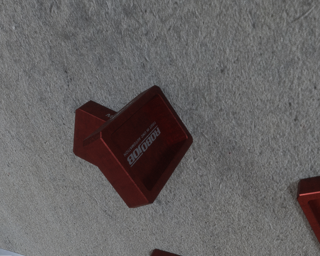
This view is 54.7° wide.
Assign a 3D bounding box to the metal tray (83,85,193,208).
[{"bbox_3d":[-0.017,0.016,0.358,0.030,0.131,0.090,-25,105,37],"label":"metal tray"}]

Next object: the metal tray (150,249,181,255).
[{"bbox_3d":[0.032,0.285,0.563,0.090,0.030,0.129,5,121,25],"label":"metal tray"}]

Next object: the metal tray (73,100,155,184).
[{"bbox_3d":[-0.063,0.025,0.452,0.130,0.030,0.089,25,127,12],"label":"metal tray"}]

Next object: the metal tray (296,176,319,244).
[{"bbox_3d":[0.226,0.111,0.352,0.090,0.030,0.130,-21,108,36],"label":"metal tray"}]
